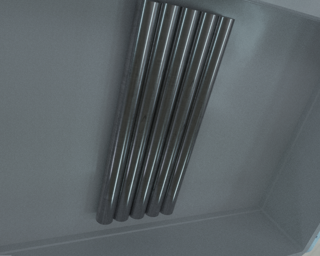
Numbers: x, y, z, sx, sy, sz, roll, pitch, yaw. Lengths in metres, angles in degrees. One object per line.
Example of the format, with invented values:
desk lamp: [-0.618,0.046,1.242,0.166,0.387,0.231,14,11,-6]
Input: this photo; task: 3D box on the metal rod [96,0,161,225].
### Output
metal rod: [-0.045,-0.001,0.381,0.025,0.025,0.298,0,118,-29]

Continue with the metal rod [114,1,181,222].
metal rod: [-0.024,-0.002,0.392,0.025,0.025,0.298,0,118,-29]

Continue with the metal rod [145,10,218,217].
metal rod: [0.021,-0.001,0.417,0.025,0.025,0.298,0,118,-29]

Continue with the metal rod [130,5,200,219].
metal rod: [-0.002,-0.002,0.405,0.025,0.025,0.298,0,118,-29]

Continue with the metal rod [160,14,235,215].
metal rod: [0.043,-0.001,0.430,0.025,0.025,0.298,0,118,-29]
